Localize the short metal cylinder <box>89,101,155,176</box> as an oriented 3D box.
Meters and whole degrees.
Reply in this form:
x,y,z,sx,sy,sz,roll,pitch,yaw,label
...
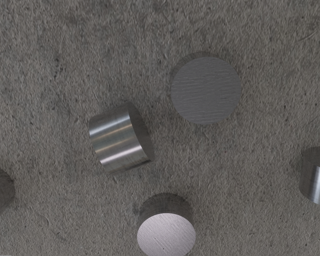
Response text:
x,y,z,sx,sy,sz,roll,pitch,yaw,label
-0.045,0.013,0.385,0.050,0.080,0.080,-22,109,8,short metal cylinder

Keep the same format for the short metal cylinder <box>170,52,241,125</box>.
x,y,z,sx,sy,sz,roll,pitch,yaw,label
0.053,-0.050,0.378,0.081,0.050,0.079,0,110,0,short metal cylinder

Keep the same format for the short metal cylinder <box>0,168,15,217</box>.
x,y,z,sx,sy,sz,roll,pitch,yaw,label
-0.253,0.096,0.429,0.081,0.050,0.079,0,110,0,short metal cylinder

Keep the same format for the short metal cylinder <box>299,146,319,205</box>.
x,y,z,sx,sy,sz,roll,pitch,yaw,label
0.229,0.063,0.405,0.080,0.080,0.050,-1,110,0,short metal cylinder

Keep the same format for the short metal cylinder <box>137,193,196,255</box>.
x,y,z,sx,sy,sz,roll,pitch,yaw,label
0.009,0.142,0.449,0.081,0.050,0.079,0,110,0,short metal cylinder
